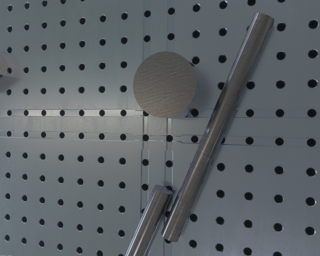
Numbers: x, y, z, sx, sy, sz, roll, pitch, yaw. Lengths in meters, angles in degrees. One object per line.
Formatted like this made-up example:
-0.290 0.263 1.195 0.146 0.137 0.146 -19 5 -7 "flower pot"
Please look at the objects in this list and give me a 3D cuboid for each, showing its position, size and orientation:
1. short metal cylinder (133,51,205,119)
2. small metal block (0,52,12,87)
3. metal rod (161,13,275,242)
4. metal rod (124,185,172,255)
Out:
0.013 -0.052 0.395 0.080 0.050 0.079 0 90 20 "short metal cylinder"
-0.281 -0.094 0.511 0.050 0.025 0.050 -31 80 17 "small metal block"
0.069 0.006 0.388 0.025 0.025 0.298 25 98 18 "metal rod"
-0.053 0.217 0.431 0.025 0.025 0.298 26 98 18 "metal rod"
